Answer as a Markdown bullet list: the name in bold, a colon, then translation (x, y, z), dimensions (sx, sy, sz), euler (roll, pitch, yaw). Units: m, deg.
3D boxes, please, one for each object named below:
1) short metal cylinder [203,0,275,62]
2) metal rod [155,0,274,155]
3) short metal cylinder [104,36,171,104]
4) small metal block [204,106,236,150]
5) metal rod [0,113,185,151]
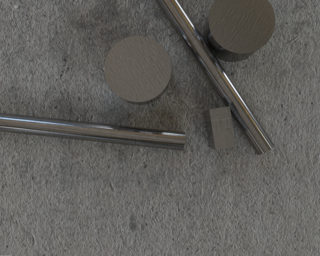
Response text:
- **short metal cylinder**: translation (0.099, -0.130, 0.398), dimensions (0.081, 0.050, 0.080), euler (0, 90, 0)
- **metal rod**: translation (0.058, -0.096, 0.410), dimensions (0.025, 0.025, 0.299), euler (-34, 90, 0)
- **short metal cylinder**: translation (-0.027, -0.071, 0.397), dimensions (0.081, 0.050, 0.080), euler (0, 90, 0)
- **small metal block**: translation (0.076, 0.000, 0.398), dimensions (0.025, 0.050, 0.050), euler (-9, 90, 0)
- **metal rod**: translation (-0.118, 0.002, 0.408), dimensions (0.302, 0.025, 0.025), euler (6, 90, -1)
